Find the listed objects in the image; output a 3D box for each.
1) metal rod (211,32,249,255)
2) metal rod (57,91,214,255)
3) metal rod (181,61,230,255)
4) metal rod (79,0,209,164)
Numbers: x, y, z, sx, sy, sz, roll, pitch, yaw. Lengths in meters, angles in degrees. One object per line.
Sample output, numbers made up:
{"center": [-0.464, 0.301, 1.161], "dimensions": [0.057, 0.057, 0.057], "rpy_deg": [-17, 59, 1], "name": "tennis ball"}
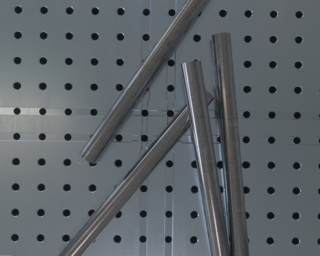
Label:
{"center": [0.094, 0.025, 0.413], "dimensions": [0.025, 0.025, 0.298], "rpy_deg": [-5, 90, 0], "name": "metal rod"}
{"center": [-0.034, 0.068, 0.413], "dimensions": [0.025, 0.025, 0.300], "rpy_deg": [40, 90, 0], "name": "metal rod"}
{"center": [0.063, 0.066, 0.397], "dimensions": [0.025, 0.025, 0.298], "rpy_deg": [-10, 96, 0], "name": "metal rod"}
{"center": [-0.011, -0.082, 0.413], "dimensions": [0.025, 0.025, 0.299], "rpy_deg": [35, 90, 0], "name": "metal rod"}
